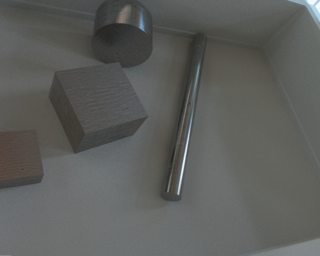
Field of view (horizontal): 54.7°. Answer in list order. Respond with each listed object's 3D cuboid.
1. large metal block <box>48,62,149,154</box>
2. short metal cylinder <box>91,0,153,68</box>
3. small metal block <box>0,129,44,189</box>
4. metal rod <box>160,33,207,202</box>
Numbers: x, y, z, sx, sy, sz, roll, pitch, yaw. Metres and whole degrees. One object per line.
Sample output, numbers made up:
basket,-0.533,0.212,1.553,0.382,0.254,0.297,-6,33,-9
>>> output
large metal block,-0.074,-0.026,0.367,0.081,0.050,0.080,-18,71,-35
short metal cylinder,-0.050,-0.128,0.423,0.081,0.080,0.050,13,57,-22
small metal block,-0.147,0.031,0.308,0.050,0.025,0.050,-5,64,-31
metal rod,0.041,-0.037,0.452,0.025,0.025,0.300,24,53,-14
